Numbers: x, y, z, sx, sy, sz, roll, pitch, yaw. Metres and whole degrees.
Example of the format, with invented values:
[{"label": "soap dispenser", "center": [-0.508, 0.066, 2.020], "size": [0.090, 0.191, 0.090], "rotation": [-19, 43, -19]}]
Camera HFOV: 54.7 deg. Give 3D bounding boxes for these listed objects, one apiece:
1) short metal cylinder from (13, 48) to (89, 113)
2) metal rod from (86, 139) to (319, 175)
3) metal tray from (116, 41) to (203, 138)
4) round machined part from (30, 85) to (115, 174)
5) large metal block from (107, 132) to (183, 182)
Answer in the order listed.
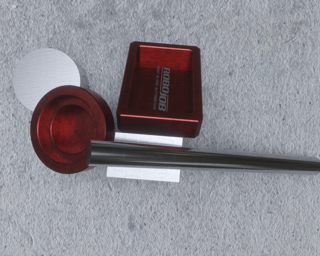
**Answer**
[{"label": "short metal cylinder", "center": [-0.136, -0.056, 0.397], "size": [0.081, 0.050, 0.079], "rotation": [0, 90, -1]}, {"label": "metal rod", "center": [0.070, 0.037, 0.353], "size": [0.302, 0.025, 0.025], "rotation": [6, 90, -25]}, {"label": "metal tray", "center": [0.003, -0.051, 0.371], "size": [0.091, 0.030, 0.130], "rotation": [5, 50, 0]}, {"label": "round machined part", "center": [-0.095, 0.002, 0.357], "size": [0.098, 0.042, 0.097], "rotation": [0, 89, 19]}, {"label": "large metal block", "center": [-0.017, 0.032, 0.383], "size": [0.081, 0.080, 0.050], "rotation": [5, 90, -1]}]
